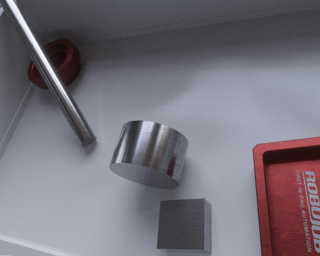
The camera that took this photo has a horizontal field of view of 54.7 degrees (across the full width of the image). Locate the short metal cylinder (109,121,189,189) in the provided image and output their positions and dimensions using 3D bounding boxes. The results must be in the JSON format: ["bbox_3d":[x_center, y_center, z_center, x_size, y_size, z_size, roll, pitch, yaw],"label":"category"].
[{"bbox_3d":[-0.012,0.032,0.355,0.080,0.080,0.050,2,63,28],"label":"short metal cylinder"}]

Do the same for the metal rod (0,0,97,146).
[{"bbox_3d":[-0.183,-0.100,0.487,0.025,0.025,0.299,-35,75,5],"label":"metal rod"}]

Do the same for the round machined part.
[{"bbox_3d":[-0.183,-0.109,0.555,0.098,0.042,0.098,-13,56,20],"label":"round machined part"}]

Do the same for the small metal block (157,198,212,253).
[{"bbox_3d":[0.027,0.104,0.327,0.050,0.025,0.050,-9,58,23],"label":"small metal block"}]

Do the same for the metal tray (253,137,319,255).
[{"bbox_3d":[0.138,0.074,0.284,0.090,0.030,0.130,-9,58,23],"label":"metal tray"}]
